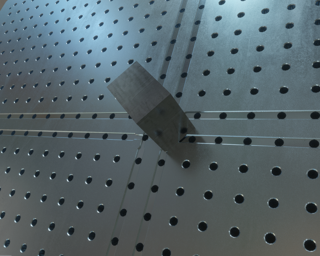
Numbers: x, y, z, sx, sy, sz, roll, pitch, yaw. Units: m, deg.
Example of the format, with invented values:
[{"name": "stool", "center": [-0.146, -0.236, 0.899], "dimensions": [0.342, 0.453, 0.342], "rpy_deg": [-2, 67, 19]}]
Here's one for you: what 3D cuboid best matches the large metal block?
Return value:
[{"name": "large metal block", "center": [-0.011, -0.026, 0.395], "dimensions": [0.050, 0.080, 0.080], "rpy_deg": [-42, 51, 0]}]
